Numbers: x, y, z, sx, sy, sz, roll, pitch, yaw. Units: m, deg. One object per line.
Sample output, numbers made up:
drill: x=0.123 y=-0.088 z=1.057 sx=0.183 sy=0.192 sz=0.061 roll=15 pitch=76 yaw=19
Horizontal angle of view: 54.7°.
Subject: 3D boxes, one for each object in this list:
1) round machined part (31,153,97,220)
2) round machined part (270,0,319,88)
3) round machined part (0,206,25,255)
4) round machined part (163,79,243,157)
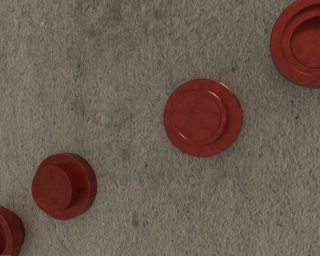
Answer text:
round machined part: x=-0.145 y=0.086 z=0.451 sx=0.098 sy=0.042 sz=0.097 roll=0 pitch=90 yaw=20
round machined part: x=0.173 y=-0.092 z=0.339 sx=0.098 sy=0.042 sz=0.097 roll=0 pitch=90 yaw=20
round machined part: x=-0.256 y=0.170 z=0.490 sx=0.098 sy=0.042 sz=0.097 roll=0 pitch=90 yaw=20
round machined part: x=0.050 y=-0.013 z=0.382 sx=0.098 sy=0.042 sz=0.097 roll=0 pitch=90 yaw=20
